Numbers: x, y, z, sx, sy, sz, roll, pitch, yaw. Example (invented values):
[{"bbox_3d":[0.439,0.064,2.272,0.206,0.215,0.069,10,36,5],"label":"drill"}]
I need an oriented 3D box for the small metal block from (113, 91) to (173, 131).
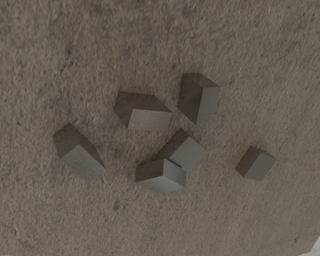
[{"bbox_3d":[-0.021,-0.020,0.368,0.050,0.050,0.025,4,117,-31],"label":"small metal block"}]

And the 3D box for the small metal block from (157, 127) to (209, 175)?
[{"bbox_3d":[0.034,0.035,0.449,0.050,0.025,0.050,-48,129,5],"label":"small metal block"}]

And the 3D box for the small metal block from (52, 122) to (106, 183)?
[{"bbox_3d":[-0.094,0.028,0.358,0.025,0.050,0.050,-39,130,-2],"label":"small metal block"}]

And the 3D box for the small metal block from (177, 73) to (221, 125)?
[{"bbox_3d":[0.048,-0.038,0.395,0.025,0.050,0.050,-7,122,-25],"label":"small metal block"}]

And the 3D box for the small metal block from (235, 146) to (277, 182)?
[{"bbox_3d":[0.167,0.063,0.540,0.050,0.025,0.050,18,109,-36],"label":"small metal block"}]

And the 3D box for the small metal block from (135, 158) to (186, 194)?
[{"bbox_3d":[0.001,0.069,0.435,0.050,0.025,0.050,-20,141,35],"label":"small metal block"}]
